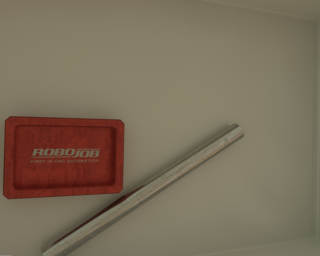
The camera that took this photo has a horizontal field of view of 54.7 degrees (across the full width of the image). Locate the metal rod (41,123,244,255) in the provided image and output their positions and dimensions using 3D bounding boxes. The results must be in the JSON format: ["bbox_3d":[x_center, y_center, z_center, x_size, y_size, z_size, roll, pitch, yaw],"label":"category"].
[{"bbox_3d":[-0.009,0.077,0.408,0.302,0.025,0.025,-31,100,-18],"label":"metal rod"}]

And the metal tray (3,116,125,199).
[{"bbox_3d":[-0.110,0.033,0.367,0.131,0.030,0.089,1,90,-21],"label":"metal tray"}]
